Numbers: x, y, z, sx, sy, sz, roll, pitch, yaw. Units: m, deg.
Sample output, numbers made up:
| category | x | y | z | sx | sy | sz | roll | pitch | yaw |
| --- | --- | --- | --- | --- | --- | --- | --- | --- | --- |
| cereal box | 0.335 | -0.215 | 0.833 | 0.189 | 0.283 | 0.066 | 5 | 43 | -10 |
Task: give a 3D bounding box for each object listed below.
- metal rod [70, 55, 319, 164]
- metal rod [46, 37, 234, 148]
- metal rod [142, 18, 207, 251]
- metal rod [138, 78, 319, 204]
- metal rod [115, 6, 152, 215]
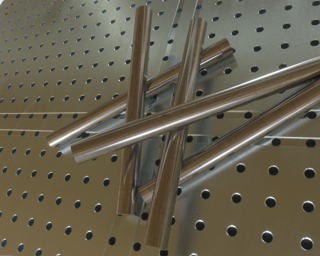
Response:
| category | x | y | z | sx | sy | sz | roll | pitch | yaw |
| --- | --- | --- | --- | --- | --- | --- | --- | --- | --- |
| metal rod | 0.051 | -0.023 | 0.342 | 0.302 | 0.025 | 0.025 | -20 | 53 | -4 |
| metal rod | -0.036 | -0.047 | 0.454 | 0.301 | 0.025 | 0.025 | -27 | 53 | 10 |
| metal rod | 0.024 | -0.014 | 0.369 | 0.025 | 0.025 | 0.300 | -1 | 61 | 27 |
| metal rod | 0.108 | 0.001 | 0.350 | 0.300 | 0.025 | 0.025 | -32 | 52 | 7 |
| metal rod | -0.032 | -0.037 | 0.418 | 0.025 | 0.025 | 0.299 | -6 | 67 | 24 |
